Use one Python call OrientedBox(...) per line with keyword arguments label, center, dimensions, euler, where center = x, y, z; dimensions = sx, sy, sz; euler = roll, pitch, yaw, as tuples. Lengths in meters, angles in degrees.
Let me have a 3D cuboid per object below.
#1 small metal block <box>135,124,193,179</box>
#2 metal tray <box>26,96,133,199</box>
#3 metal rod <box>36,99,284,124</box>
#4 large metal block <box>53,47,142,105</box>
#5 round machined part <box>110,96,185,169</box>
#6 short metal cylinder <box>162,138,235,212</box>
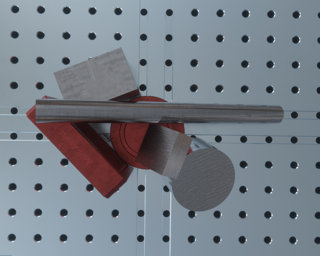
OrientedBox(label="small metal block", center=(0.004, 0.025, 0.357), dimensions=(0.025, 0.050, 0.050), euler=(23, 87, -43))
OrientedBox(label="metal tray", center=(-0.092, 0.021, 0.379), dimensions=(0.030, 0.090, 0.130), euler=(-44, 91, 0))
OrientedBox(label="metal rod", center=(0.016, -0.018, 0.366), dimensions=(0.303, 0.025, 0.025), euler=(0, 90, -20))
OrientedBox(label="large metal block", center=(-0.072, -0.053, 0.383), dimensions=(0.080, 0.080, 0.050), euler=(-21, 90, 0))
OrientedBox(label="round machined part", center=(-0.017, 0.006, 0.407), dimensions=(0.099, 0.042, 0.097), euler=(0, 90, -1))
OrientedBox(label="short metal cylinder", center=(0.046, 0.057, 0.389), dimensions=(0.081, 0.050, 0.079), euler=(-4, 103, -15))
